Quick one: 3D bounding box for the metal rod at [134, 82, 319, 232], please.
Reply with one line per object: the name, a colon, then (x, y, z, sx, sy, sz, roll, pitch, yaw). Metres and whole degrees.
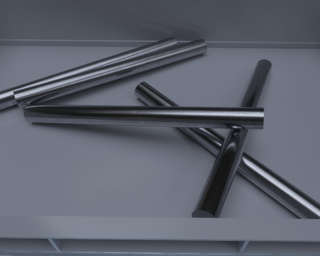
metal rod: (0.078, 0.025, 0.384, 0.025, 0.025, 0.300, -37, 59, -27)

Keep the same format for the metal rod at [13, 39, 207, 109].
metal rod: (-0.061, -0.088, 0.470, 0.302, 0.025, 0.025, -21, 53, -20)

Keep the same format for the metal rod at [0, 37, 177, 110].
metal rod: (-0.109, -0.087, 0.476, 0.302, 0.025, 0.025, -23, 54, -18)

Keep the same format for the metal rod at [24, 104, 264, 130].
metal rod: (-0.031, -0.015, 0.381, 0.301, 0.025, 0.025, 2, 49, 15)

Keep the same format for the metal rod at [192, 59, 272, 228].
metal rod: (0.102, -0.007, 0.384, 0.025, 0.025, 0.301, 19, 44, 15)
